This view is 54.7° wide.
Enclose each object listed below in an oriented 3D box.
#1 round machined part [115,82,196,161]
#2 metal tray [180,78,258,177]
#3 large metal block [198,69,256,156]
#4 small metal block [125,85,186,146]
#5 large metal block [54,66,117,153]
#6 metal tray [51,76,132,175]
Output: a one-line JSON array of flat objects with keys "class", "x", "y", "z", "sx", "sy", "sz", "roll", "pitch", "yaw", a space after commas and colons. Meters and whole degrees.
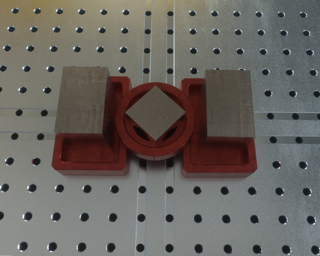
[{"class": "round machined part", "x": -0.006, "y": -0.006, "z": 0.395, "sx": 0.099, "sy": 0.042, "sz": 0.098, "roll": 0, "pitch": 70, "yaw": 0}, {"class": "metal tray", "x": 0.073, "y": -0.002, "z": 0.409, "sx": 0.091, "sy": 0.030, "sz": 0.130, "roll": 0, "pitch": 70, "yaw": 0}, {"class": "large metal block", "x": 0.076, "y": -0.015, "z": 0.374, "sx": 0.050, "sy": 0.080, "sz": 0.080, "roll": 1, "pitch": 70, "yaw": 1}, {"class": "small metal block", "x": -0.005, "y": -0.014, "z": 0.374, "sx": 0.050, "sy": 0.025, "sz": 0.050, "roll": 43, "pitch": 75, "yaw": 14}, {"class": "large metal block", "x": -0.085, "y": -0.019, "z": 0.375, "sx": 0.050, "sy": 0.080, "sz": 0.080, "roll": 1, "pitch": 70, "yaw": 0}, {"class": "metal tray", "x": -0.086, "y": -0.005, "z": 0.409, "sx": 0.091, "sy": 0.030, "sz": 0.130, "roll": 1, "pitch": 70, "yaw": 0}]
